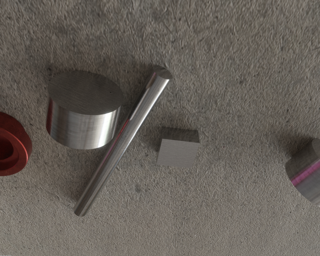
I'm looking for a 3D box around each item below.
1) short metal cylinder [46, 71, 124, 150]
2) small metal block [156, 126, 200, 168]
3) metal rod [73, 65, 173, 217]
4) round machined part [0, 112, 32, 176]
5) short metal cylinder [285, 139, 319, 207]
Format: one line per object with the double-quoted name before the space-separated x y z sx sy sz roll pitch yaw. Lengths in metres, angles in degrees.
"short metal cylinder" -0.086 -0.022 0.352 0.081 0.080 0.050 12 129 -10
"small metal block" 0.024 0.028 0.431 0.050 0.025 0.050 7 130 -6
"metal rod" -0.065 0.038 0.438 0.025 0.025 0.298 21 127 -18
"round machined part" -0.219 0.016 0.407 0.099 0.042 0.097 0 130 0
"short metal cylinder" 0.222 0.062 0.426 0.080 0.080 0.050 23 126 -19
